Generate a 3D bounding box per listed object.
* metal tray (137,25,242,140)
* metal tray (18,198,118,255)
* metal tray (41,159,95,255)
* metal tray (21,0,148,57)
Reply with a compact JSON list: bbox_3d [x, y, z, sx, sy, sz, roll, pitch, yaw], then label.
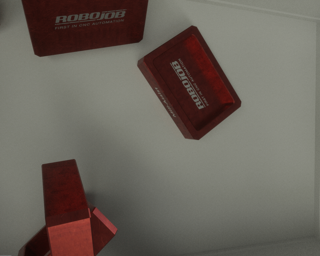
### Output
[{"bbox_3d":[0.042,-0.060,0.422,0.090,0.030,0.130,-37,102,-16],"label":"metal tray"},{"bbox_3d":[-0.099,0.115,0.313,0.090,0.130,0.030,-44,100,-20],"label":"metal tray"},{"bbox_3d":[-0.079,0.105,0.276,0.030,0.090,0.129,-8,114,-20],"label":"metal tray"},{"bbox_3d":[-0.080,-0.131,0.345,0.131,0.090,0.030,-14,61,-20],"label":"metal tray"}]
